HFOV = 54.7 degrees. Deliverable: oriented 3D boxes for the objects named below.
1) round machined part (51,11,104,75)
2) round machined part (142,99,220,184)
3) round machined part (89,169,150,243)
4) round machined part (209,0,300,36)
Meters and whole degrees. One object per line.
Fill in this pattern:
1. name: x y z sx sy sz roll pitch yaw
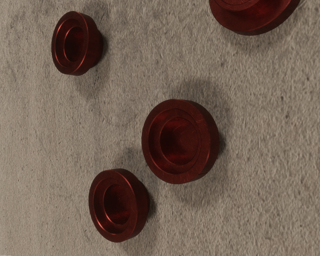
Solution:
1. round machined part: -0.129 -0.132 0.497 0.098 0.042 0.097 0 90 39
2. round machined part: 0.028 0.015 0.369 0.098 0.042 0.097 0 90 39
3. round machined part: -0.053 0.105 0.435 0.098 0.042 0.097 0 90 39
4. round machined part: 0.092 -0.149 0.317 0.098 0.042 0.097 0 90 39
